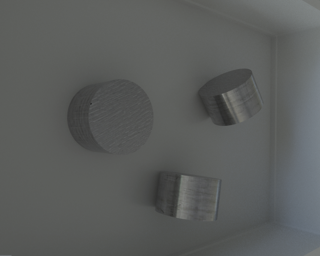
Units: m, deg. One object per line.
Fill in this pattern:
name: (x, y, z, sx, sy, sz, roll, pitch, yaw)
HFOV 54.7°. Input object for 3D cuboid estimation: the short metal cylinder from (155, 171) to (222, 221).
short metal cylinder: (0.037, 0.086, 0.402, 0.081, 0.080, 0.050, 13, 82, -39)

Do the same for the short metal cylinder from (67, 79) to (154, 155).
short metal cylinder: (-0.054, -0.012, 0.345, 0.081, 0.050, 0.080, 0, 90, -40)

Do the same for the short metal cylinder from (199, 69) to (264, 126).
short metal cylinder: (0.105, -0.046, 0.459, 0.080, 0.080, 0.050, -43, 116, -32)
